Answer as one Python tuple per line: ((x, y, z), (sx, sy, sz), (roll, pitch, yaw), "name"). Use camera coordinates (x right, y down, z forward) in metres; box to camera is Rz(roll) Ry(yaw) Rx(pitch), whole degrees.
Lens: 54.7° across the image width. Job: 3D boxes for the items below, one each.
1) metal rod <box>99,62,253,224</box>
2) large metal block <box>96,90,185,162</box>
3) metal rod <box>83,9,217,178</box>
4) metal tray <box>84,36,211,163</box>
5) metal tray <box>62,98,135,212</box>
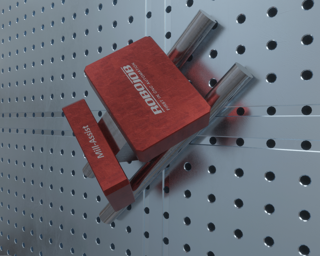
((0.005, 0.037, 0.404), (0.299, 0.025, 0.025), (-49, 61, 28), "metal rod")
((-0.025, -0.003, 0.392), (0.080, 0.081, 0.050), (-49, 61, 28), "large metal block")
((-0.029, -0.030, 0.431), (0.298, 0.025, 0.025), (-50, 61, 28), "metal rod")
((-0.016, -0.037, 0.350), (0.090, 0.030, 0.130), (-30, 64, -12), "metal tray")
((-0.078, 0.036, 0.401), (0.130, 0.030, 0.090), (57, 166, 24), "metal tray")
